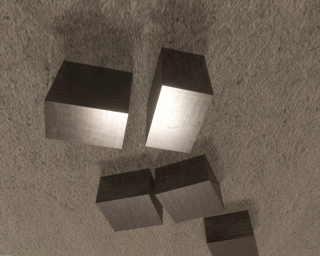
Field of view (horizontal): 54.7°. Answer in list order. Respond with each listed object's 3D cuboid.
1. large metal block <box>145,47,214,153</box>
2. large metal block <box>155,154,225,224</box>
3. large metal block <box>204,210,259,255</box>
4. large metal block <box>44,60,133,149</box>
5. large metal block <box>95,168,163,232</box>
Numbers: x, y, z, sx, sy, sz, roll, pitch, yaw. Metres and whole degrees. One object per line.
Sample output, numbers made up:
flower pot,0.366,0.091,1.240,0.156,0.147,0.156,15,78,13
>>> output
large metal block,0.017,-0.031,0.345,0.050,0.080,0.079,10,129,-9
large metal block,0.045,0.095,0.472,0.080,0.050,0.080,-18,128,14
large metal block,0.130,0.200,0.563,0.080,0.050,0.080,-14,129,11
large metal block,-0.076,-0.027,0.347,0.081,0.080,0.050,9,130,-8
large metal block,-0.045,0.115,0.488,0.080,0.050,0.080,-12,130,9
